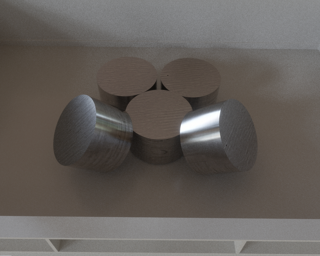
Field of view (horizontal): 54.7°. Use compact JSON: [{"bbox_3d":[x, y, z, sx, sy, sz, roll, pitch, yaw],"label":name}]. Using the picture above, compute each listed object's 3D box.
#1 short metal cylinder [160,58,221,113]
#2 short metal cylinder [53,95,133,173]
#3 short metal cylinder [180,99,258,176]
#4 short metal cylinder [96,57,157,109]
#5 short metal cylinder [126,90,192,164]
[{"bbox_3d":[0.041,-0.053,0.432,0.081,0.050,0.080,0,50,0],"label":"short metal cylinder"},{"bbox_3d":[-0.077,0.008,0.352,0.050,0.080,0.080,22,33,-44],"label":"short metal cylinder"},{"bbox_3d":[0.068,0.012,0.350,0.050,0.080,0.080,-15,37,41],"label":"short metal cylinder"},{"bbox_3d":[-0.044,-0.054,0.430,0.081,0.050,0.080,0,50,0],"label":"short metal cylinder"},{"bbox_3d":[-0.001,-0.002,0.386,0.081,0.050,0.080,0,50,0],"label":"short metal cylinder"}]
